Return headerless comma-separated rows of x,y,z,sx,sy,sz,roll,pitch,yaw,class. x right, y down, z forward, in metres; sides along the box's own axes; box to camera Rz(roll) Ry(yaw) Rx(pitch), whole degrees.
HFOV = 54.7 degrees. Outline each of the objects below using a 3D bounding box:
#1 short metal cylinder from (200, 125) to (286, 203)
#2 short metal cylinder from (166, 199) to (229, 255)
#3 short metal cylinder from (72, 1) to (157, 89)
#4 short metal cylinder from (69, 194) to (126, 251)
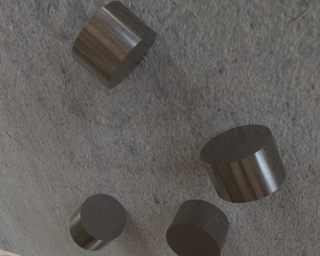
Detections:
0.092,0.038,0.346,0.080,0.080,0.050,-14,111,33,short metal cylinder
0.056,0.153,0.455,0.080,0.050,0.079,13,124,20,short metal cylinder
-0.049,-0.090,0.340,0.050,0.080,0.080,41,129,0,short metal cylinder
-0.105,0.159,0.522,0.080,0.080,0.050,42,129,-1,short metal cylinder
